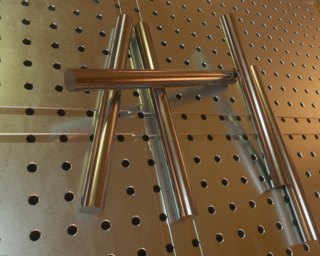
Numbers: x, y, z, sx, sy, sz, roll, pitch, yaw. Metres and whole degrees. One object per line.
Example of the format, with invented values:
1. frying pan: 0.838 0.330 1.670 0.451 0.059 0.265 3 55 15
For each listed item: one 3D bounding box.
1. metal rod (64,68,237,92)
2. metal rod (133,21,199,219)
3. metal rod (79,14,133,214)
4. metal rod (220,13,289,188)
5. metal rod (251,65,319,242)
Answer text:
1. metal rod: 0.014 -0.068 0.427 0.302 0.025 0.025 -10 67 -43
2. metal rod: 0.002 -0.028 0.427 0.025 0.025 0.299 1 61 -28
3. metal rod: -0.062 -0.041 0.400 0.025 0.025 0.300 17 55 -19
4. metal rod: 0.147 -0.054 0.499 0.025 0.025 0.299 -2 70 -30
5. metal rod: 0.189 0.025 0.497 0.025 0.025 0.299 4 60 -26
